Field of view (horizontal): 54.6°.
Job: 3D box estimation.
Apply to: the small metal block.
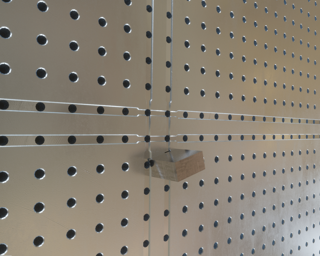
[{"bbox_3d":[0.023,0.048,0.411,0.050,0.050,0.025,-17,101,-39],"label":"small metal block"}]
